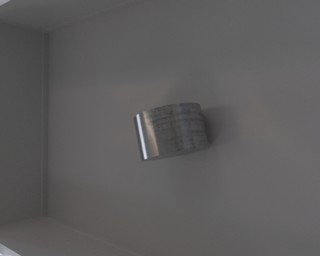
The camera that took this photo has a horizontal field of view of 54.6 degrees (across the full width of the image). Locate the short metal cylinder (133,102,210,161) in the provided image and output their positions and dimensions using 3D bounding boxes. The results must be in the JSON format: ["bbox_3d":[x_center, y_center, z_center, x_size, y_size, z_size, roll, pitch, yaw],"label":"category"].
[{"bbox_3d":[0.013,0.006,0.361,0.080,0.081,0.050,-19,78,38],"label":"short metal cylinder"}]
